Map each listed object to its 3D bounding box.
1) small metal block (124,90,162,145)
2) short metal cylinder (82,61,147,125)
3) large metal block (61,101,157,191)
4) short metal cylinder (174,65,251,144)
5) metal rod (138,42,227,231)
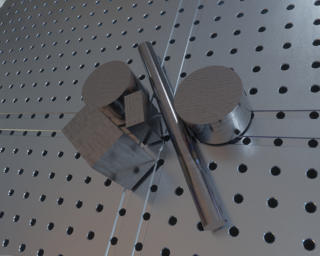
[{"bbox_3d":[-0.022,-0.013,0.406,0.025,0.050,0.050,-19,54,17],"label":"small metal block"},{"bbox_3d":[-0.066,-0.051,0.453,0.080,0.050,0.080,-13,56,21],"label":"short metal cylinder"},{"bbox_3d":[-0.063,0.023,0.386,0.050,0.080,0.080,-48,51,-4],"label":"large metal block"},{"bbox_3d":[0.064,-0.027,0.371,0.080,0.050,0.080,-13,56,21],"label":"short metal cylinder"},{"bbox_3d":[0.016,-0.014,0.403,0.025,0.025,0.299,-28,52,11],"label":"metal rod"}]
